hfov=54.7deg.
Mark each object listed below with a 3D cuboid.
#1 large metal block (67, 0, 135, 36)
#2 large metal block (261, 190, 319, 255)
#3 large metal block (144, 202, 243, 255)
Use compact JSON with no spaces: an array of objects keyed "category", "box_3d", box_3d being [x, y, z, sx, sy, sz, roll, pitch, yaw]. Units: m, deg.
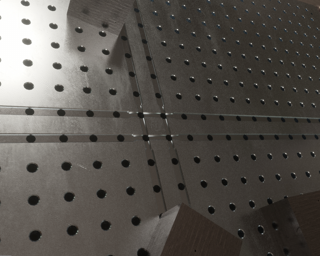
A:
[{"category":"large metal block","box_3d":[-0.081,-0.194,0.449,0.081,0.080,0.050,19,55,-18]},{"category":"large metal block","box_3d":[0.197,0.134,0.419,0.081,0.050,0.080,-2,63,-30]},{"category":"large metal block","box_3d":[0.031,0.139,0.325,0.080,0.050,0.080,34,51,-6]}]
